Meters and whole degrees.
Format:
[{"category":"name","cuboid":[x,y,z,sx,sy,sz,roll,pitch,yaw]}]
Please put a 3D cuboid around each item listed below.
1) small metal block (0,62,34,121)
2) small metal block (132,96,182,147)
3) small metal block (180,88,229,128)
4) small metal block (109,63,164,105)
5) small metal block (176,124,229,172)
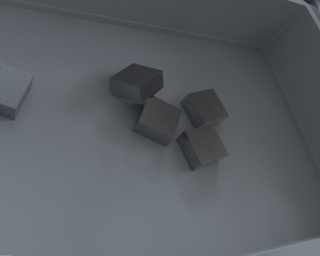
[{"category":"small metal block","cuboid":[-0.174,-0.043,0.338,0.050,0.025,0.050,21,54,-16]},{"category":"small metal block","cuboid":[-0.003,-0.010,0.412,0.050,0.025,0.050,27,52,-12]},{"category":"small metal block","cuboid":[0.066,-0.028,0.460,0.050,0.025,0.050,-15,70,-34]},{"category":"small metal block","cuboid":[-0.031,-0.060,0.411,0.050,0.025,0.050,20,44,29]},{"category":"small metal block","cuboid":[0.058,0.026,0.423,0.050,0.025,0.050,-13,69,-34]}]
